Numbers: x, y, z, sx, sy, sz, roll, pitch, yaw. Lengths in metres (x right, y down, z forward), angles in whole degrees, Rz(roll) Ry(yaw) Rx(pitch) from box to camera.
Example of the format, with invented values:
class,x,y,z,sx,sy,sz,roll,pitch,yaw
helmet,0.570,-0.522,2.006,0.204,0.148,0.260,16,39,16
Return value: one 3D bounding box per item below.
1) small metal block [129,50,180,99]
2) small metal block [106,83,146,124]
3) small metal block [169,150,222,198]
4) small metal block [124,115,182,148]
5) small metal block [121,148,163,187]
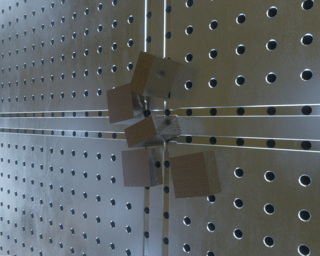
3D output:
class,x,y,z,sx,sy,sz,roll,pitch,yaw
small metal block,-0.007,-0.067,0.397,0.025,0.050,0.050,30,109,35
small metal block,-0.049,-0.034,0.448,0.050,0.025,0.050,-11,83,39
small metal block,0.042,0.056,0.373,0.050,0.025,0.050,-15,81,38
small metal block,-0.009,0.005,0.398,0.050,0.050,0.025,-26,74,37
small metal block,-0.025,0.054,0.428,0.050,0.025,0.050,-8,85,39
